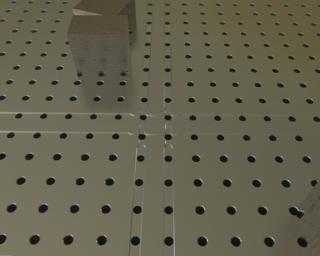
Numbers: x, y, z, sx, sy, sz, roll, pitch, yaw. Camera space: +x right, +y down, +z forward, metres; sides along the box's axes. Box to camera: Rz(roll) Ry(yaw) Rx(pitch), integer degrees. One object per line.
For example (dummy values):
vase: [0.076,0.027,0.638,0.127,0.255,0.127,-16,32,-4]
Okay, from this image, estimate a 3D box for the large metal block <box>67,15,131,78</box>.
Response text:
large metal block: [-0.089,-0.123,0.474,0.081,0.080,0.050,0,50,-1]

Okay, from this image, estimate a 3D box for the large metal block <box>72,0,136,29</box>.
large metal block: [-0.098,-0.206,0.563,0.080,0.050,0.080,17,52,13]

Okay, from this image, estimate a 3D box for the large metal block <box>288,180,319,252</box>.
large metal block: [0.185,0.090,0.299,0.080,0.080,0.050,29,56,22]
